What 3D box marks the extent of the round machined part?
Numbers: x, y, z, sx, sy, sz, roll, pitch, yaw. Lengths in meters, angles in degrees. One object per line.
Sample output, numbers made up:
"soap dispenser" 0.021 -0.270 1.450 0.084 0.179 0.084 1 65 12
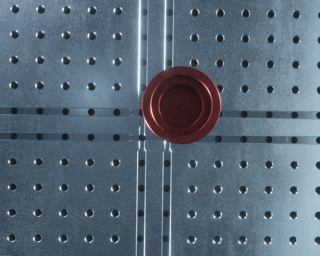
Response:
"round machined part" 0.027 -0.029 0.405 0.099 0.042 0.097 0 90 -1
